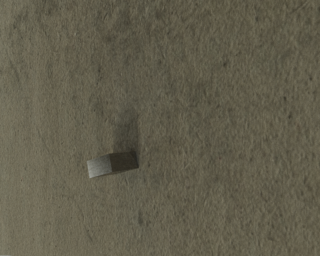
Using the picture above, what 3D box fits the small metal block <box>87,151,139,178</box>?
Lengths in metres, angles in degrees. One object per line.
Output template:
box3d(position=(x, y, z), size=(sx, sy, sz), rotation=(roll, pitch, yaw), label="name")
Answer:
box3d(position=(-0.068, 0.053, 0.446), size=(0.050, 0.050, 0.025), rotation=(-20, 78, 38), label="small metal block")
